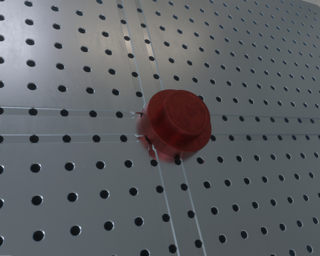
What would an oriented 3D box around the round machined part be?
[{"bbox_3d":[0.029,-0.013,0.420,0.099,0.042,0.098,13,56,-21],"label":"round machined part"}]
